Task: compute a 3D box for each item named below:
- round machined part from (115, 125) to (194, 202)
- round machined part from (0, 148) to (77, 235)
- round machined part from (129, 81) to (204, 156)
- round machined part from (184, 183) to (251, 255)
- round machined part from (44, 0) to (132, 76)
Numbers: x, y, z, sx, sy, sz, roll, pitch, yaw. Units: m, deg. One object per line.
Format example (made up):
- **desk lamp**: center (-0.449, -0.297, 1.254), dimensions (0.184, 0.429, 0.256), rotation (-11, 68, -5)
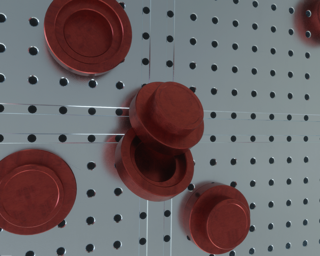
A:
- **round machined part**: center (-0.010, 0.044, 0.385), dimensions (0.099, 0.042, 0.098), rotation (16, 53, -23)
- **round machined part**: center (-0.145, 0.073, 0.350), dimensions (0.099, 0.042, 0.097), rotation (0, 90, -20)
- **round machined part**: center (0.015, -0.019, 0.385), dimensions (0.099, 0.042, 0.098), rotation (17, 53, -23)
- **round machined part**: center (0.086, 0.129, 0.435), dimensions (0.099, 0.042, 0.097), rotation (0, 90, -20)
- **round machined part**: center (-0.087, -0.111, 0.371), dimensions (0.099, 0.042, 0.097), rotation (0, 90, -20)
